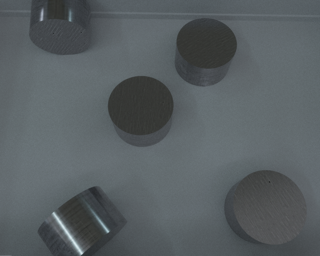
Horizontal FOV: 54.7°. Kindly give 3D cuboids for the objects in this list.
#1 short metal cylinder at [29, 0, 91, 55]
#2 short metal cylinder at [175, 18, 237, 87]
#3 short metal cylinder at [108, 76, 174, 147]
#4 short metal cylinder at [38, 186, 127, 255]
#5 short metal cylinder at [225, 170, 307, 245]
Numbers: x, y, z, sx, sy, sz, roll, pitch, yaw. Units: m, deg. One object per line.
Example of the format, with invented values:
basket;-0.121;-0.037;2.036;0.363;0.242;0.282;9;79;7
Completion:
short metal cylinder;-0.138;-0.146;0.432;0.081;0.080;0.050;-4;70;-2
short metal cylinder;0.062;-0.105;0.436;0.081;0.050;0.080;0;70;0
short metal cylinder;-0.024;-0.020;0.404;0.081;0.050;0.080;0;70;0
short metal cylinder;-0.083;0.109;0.339;0.080;0.080;0.050;-39;75;-13
short metal cylinder;0.121;0.094;0.364;0.081;0.050;0.080;0;70;0
